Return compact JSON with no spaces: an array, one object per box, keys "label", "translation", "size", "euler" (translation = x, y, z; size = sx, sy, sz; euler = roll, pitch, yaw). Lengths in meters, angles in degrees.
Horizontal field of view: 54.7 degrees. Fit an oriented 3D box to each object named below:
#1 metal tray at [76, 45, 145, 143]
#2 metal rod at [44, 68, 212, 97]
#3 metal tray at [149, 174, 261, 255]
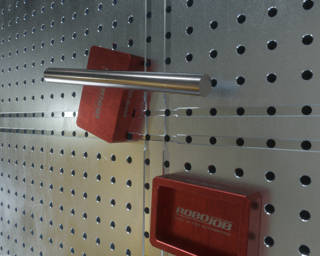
[{"label":"metal tray","translation":[-0.078,-0.052,0.468],"size":[0.090,0.030,0.129],"euler":[23,104,37]},{"label":"metal rod","translation":[-0.067,-0.066,0.422],"size":[0.300,0.025,0.025],"euler":[11,97,39]},{"label":"metal tray","translation":[0.048,0.110,0.365],"size":[0.130,0.030,0.089],"euler":[5,93,39]}]
